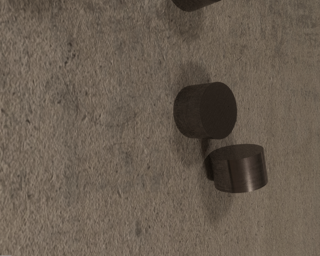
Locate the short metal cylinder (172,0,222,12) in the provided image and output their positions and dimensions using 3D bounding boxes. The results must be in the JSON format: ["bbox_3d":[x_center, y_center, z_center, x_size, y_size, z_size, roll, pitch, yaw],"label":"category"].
[{"bbox_3d":[0.052,-0.211,0.434,0.081,0.050,0.079,0,90,-40],"label":"short metal cylinder"}]

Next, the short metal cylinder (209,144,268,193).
[{"bbox_3d":[0.120,0.060,0.472,0.081,0.080,0.050,-19,102,-39],"label":"short metal cylinder"}]

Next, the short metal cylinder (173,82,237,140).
[{"bbox_3d":[0.066,-0.024,0.446,0.081,0.050,0.079,0,90,-40],"label":"short metal cylinder"}]
